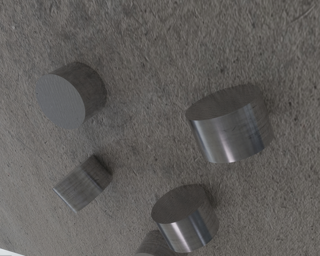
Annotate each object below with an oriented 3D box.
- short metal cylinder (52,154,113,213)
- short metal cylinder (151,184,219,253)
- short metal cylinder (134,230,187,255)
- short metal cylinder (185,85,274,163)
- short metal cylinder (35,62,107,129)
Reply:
[{"bbox_3d":[-0.121,0.087,0.489,0.080,0.080,0.050,-35,99,38],"label":"short metal cylinder"},{"bbox_3d":[0.035,0.123,0.429,0.080,0.080,0.050,-14,111,34],"label":"short metal cylinder"},{"bbox_3d":[0.000,0.223,0.529,0.080,0.050,0.079,13,124,21],"label":"short metal cylinder"},{"bbox_3d":[0.073,-0.006,0.329,0.080,0.080,0.050,-12,113,33],"label":"short metal cylinder"},{"bbox_3d":[-0.121,-0.045,0.427,0.080,0.050,0.079,13,124,21],"label":"short metal cylinder"}]
